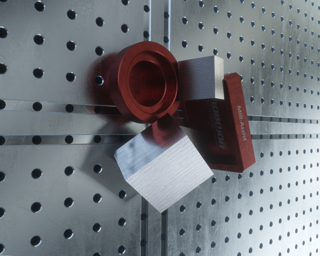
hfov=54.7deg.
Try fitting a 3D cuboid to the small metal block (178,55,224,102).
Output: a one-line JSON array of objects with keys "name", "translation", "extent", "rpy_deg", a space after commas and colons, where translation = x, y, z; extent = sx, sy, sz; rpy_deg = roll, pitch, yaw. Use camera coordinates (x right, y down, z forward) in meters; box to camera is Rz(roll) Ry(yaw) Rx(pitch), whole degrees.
[{"name": "small metal block", "translation": [0.051, -0.059, 0.384], "extent": [0.025, 0.050, 0.050], "rpy_deg": [0, 89, -55]}]

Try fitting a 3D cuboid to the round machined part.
[{"name": "round machined part", "translation": [-0.021, -0.054, 0.382], "extent": [0.099, 0.042, 0.097], "rpy_deg": [0, 90, -40]}]

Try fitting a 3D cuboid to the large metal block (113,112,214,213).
[{"name": "large metal block", "translation": [0.005, 0.043, 0.370], "extent": [0.080, 0.050, 0.080], "rpy_deg": [-37, 130, 0]}]

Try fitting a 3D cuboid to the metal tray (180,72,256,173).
[{"name": "metal tray", "translation": [0.077, -0.006, 0.434], "extent": [0.030, 0.090, 0.129], "rpy_deg": [-23, 105, -38]}]

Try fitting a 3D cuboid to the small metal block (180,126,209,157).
[{"name": "small metal block", "translation": [0.037, 0.026, 0.436], "extent": [0.050, 0.025, 0.050], "rpy_deg": [14, 86, -28]}]
